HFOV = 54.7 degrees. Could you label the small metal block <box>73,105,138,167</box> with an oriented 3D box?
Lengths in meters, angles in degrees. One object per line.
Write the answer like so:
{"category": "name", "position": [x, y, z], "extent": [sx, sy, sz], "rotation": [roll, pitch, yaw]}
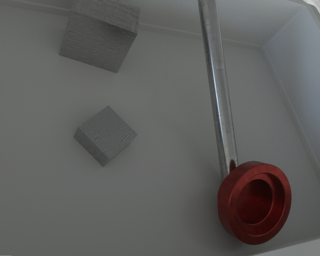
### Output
{"category": "small metal block", "position": [-0.064, 0.009, 0.367], "extent": [0.050, 0.025, 0.050], "rotation": [45, 51, 2]}

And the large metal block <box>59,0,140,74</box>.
{"category": "large metal block", "position": [-0.080, -0.126, 0.406], "extent": [0.081, 0.080, 0.050], "rotation": [15, 56, -20]}

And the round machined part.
{"category": "round machined part", "position": [0.111, 0.089, 0.384], "extent": [0.099, 0.042, 0.097], "rotation": [-2, 95, -26]}

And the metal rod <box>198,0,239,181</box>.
{"category": "metal rod", "position": [0.078, -0.068, 0.419], "extent": [0.025, 0.025, 0.298], "rotation": [-6, 88, -31]}
